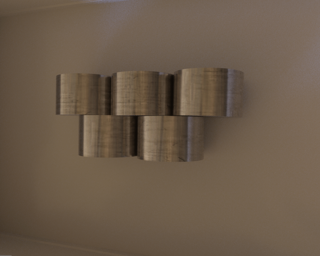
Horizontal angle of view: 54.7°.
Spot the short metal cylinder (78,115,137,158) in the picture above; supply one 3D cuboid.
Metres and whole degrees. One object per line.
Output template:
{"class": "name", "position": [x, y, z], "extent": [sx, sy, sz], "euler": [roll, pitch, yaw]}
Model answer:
{"class": "short metal cylinder", "position": [-0.064, 0.009, 0.402], "extent": [0.080, 0.080, 0.050], "euler": [1, 91, 20]}

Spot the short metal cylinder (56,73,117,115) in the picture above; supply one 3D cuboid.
{"class": "short metal cylinder", "position": [-0.097, -0.042, 0.414], "extent": [0.080, 0.080, 0.050], "euler": [1, 91, 20]}

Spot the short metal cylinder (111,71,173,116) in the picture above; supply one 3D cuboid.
{"class": "short metal cylinder", "position": [-0.021, -0.040, 0.387], "extent": [0.080, 0.080, 0.050], "euler": [1, 91, 20]}

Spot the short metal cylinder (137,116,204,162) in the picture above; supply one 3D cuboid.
{"class": "short metal cylinder", "position": [0.013, 0.011, 0.375], "extent": [0.080, 0.080, 0.050], "euler": [1, 91, 20]}

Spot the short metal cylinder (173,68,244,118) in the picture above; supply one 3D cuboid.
{"class": "short metal cylinder", "position": [0.055, -0.038, 0.360], "extent": [0.080, 0.080, 0.050], "euler": [2, 91, 20]}
